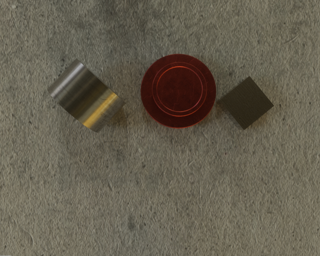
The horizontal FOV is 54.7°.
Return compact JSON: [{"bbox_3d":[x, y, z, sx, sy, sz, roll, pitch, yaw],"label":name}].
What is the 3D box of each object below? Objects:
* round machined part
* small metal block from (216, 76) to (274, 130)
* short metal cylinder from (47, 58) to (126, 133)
[{"bbox_3d":[0.024,-0.048,0.402,0.099,0.042,0.097,0,90,-1],"label":"round machined part"},{"bbox_3d":[0.112,-0.032,0.412,0.050,0.025,0.050,-39,91,0],"label":"small metal block"},{"bbox_3d":[-0.089,-0.039,0.381,0.080,0.080,0.050,43,90,-1],"label":"short metal cylinder"}]
